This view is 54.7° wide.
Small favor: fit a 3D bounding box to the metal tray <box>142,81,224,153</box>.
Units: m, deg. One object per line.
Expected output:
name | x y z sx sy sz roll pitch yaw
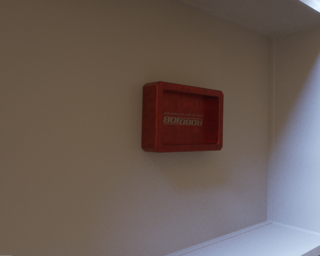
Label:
metal tray | 0.036 -0.013 0.435 0.131 0.030 0.089 2 89 -40
